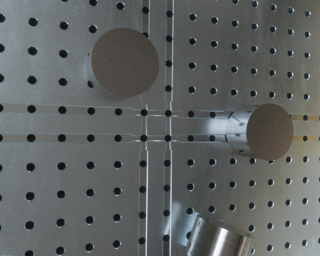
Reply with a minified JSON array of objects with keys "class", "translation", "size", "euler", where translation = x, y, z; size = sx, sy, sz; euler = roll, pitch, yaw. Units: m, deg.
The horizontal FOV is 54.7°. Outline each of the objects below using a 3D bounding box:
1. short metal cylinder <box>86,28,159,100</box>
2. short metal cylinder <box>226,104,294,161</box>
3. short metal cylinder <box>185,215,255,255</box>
[{"class":"short metal cylinder","translation":[-0.047,-0.076,0.382],"size":[0.081,0.050,0.079],"euler":[0,90,-20]},{"class":"short metal cylinder","translation":[0.145,0.006,0.453],"size":[0.081,0.050,0.079],"euler":[0,90,-20]},{"class":"short metal cylinder","translation":[0.080,0.155,0.413],"size":[0.080,0.080,0.050],"euler":[23,83,-19]}]
